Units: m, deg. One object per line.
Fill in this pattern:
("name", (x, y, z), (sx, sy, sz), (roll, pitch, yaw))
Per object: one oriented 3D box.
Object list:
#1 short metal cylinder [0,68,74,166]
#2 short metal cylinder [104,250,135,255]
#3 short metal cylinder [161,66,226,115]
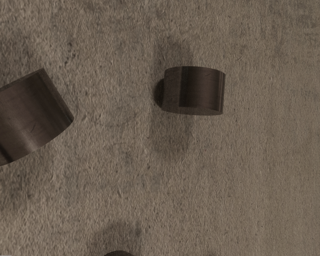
("short metal cylinder", (-0.123, -0.011, 0.267), (0.080, 0.080, 0.050), (-41, 115, -33))
("short metal cylinder", (-0.041, 0.190, 0.356), (0.081, 0.050, 0.079), (0, 90, -40))
("short metal cylinder", (0.044, -0.046, 0.408), (0.081, 0.080, 0.050), (8, 85, -40))
